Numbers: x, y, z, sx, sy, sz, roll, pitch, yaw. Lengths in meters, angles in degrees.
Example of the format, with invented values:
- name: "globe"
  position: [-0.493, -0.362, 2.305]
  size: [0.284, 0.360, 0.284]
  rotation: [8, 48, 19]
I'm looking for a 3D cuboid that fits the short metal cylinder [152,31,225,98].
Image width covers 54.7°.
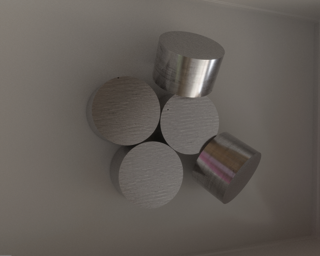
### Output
- name: "short metal cylinder"
  position: [0.034, -0.081, 0.386]
  size: [0.081, 0.080, 0.050]
  rotation: [-3, 130, -20]

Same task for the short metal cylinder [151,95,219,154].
- name: "short metal cylinder"
  position: [0.029, -0.007, 0.407]
  size: [0.081, 0.050, 0.079]
  rotation: [0, 90, -21]

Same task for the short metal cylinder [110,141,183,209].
- name: "short metal cylinder"
  position: [-0.018, 0.055, 0.390]
  size: [0.081, 0.050, 0.079]
  rotation: [0, 90, -21]

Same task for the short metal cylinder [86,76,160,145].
- name: "short metal cylinder"
  position: [-0.046, -0.020, 0.379]
  size: [0.081, 0.050, 0.079]
  rotation: [0, 90, -21]

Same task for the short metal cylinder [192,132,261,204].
- name: "short metal cylinder"
  position: [0.088, 0.052, 0.408]
  size: [0.080, 0.050, 0.080]
  rotation: [-35, 145, -29]
